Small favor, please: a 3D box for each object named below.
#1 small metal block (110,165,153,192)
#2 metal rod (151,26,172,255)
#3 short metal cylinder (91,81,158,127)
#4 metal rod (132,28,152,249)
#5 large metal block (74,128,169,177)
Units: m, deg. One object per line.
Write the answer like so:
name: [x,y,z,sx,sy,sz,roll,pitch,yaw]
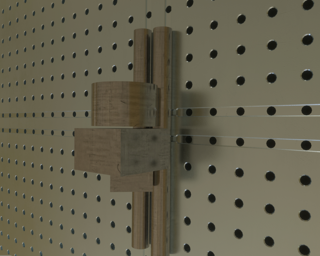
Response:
small metal block: [-0.036,0.063,0.391,0.050,0.050,0.025,1,91,-5]
metal rod: [0.002,0.020,0.407,0.025,0.025,0.298,1,91,39]
short metal cylinder: [-0.043,-0.027,0.379,0.080,0.081,0.050,1,91,39]
metal rod: [-0.025,0.015,0.430,0.025,0.025,0.298,1,91,39]
large metal block: [-0.046,0.025,0.377,0.080,0.081,0.050,1,91,39]
